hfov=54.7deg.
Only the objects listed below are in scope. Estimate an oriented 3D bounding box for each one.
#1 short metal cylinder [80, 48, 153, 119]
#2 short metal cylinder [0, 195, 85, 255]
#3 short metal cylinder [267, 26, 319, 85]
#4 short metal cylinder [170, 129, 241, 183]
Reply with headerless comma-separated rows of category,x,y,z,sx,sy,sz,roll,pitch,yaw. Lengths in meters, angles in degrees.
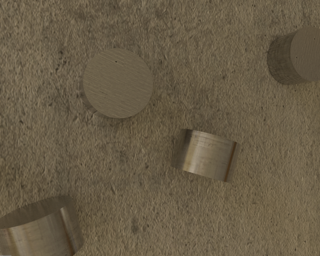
short metal cylinder,-0.055,-0.051,0.375,0.081,0.050,0.080,0,90,-20
short metal cylinder,-0.128,0.112,0.333,0.081,0.080,0.050,-17,96,-19
short metal cylinder,0.213,-0.108,0.474,0.081,0.050,0.080,0,90,-20
short metal cylinder,0.059,0.036,0.401,0.081,0.080,0.050,18,84,-19
